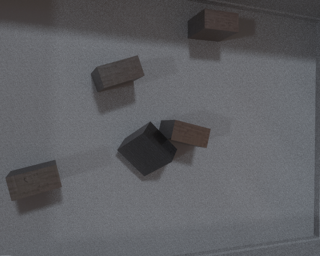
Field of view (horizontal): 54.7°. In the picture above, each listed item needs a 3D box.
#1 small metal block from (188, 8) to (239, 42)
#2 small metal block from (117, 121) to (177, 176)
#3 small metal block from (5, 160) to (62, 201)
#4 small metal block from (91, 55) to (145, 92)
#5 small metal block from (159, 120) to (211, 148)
[{"bbox_3d":[0.072,-0.139,0.423,0.050,0.050,0.025,0,91,-20],"label":"small metal block"},{"bbox_3d":[-0.016,0.027,0.389,0.050,0.050,0.025,46,37,-14],"label":"small metal block"},{"bbox_3d":[-0.139,0.057,0.346,0.050,0.050,0.025,-14,95,-20],"label":"small metal block"},{"bbox_3d":[-0.053,-0.065,0.378,0.050,0.050,0.025,-21,97,-19],"label":"small metal block"},{"bbox_3d":[0.030,0.007,0.408,0.050,0.050,0.025,14,86,-20],"label":"small metal block"}]
